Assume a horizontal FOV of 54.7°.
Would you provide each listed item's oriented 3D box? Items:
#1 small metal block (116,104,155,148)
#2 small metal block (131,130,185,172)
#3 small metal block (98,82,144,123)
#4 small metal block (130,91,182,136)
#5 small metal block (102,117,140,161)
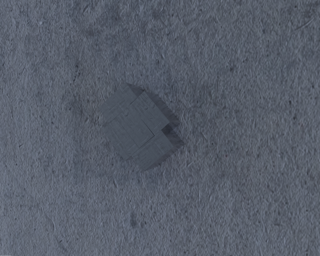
[{"bbox_3d":[-0.023,-0.002,0.403,0.025,0.050,0.050,-42,77,15],"label":"small metal block"},{"bbox_3d":[-0.001,0.028,0.396,0.050,0.050,0.025,-41,78,15],"label":"small metal block"},{"bbox_3d":[-0.045,-0.031,0.411,0.050,0.050,0.025,-41,78,15],"label":"small metal block"},{"bbox_3d":[-0.004,-0.018,0.397,0.025,0.050,0.050,-42,77,15],"label":"small metal block"},{"bbox_3d":[-0.041,0.014,0.410,0.025,0.050,0.050,-42,77,15],"label":"small metal block"}]
